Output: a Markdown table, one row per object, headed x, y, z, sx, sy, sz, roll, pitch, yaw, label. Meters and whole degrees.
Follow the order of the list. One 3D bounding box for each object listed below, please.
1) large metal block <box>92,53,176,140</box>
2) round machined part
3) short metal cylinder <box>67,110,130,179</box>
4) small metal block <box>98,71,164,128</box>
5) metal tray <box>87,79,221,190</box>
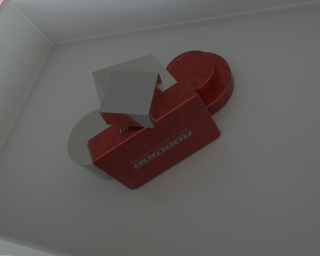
| x | y | z | sx | sy | sz | roll | pitch | yaw | label |
| --- | --- | --- | --- | --- | --- | --- | --- | --- | --- |
| -0.027 | -0.039 | 0.379 | 0.081 | 0.050 | 0.080 | -22 | 49 | -16 | large metal block |
| 0.044 | -0.063 | 0.407 | 0.098 | 0.042 | 0.098 | -13 | 56 | 20 | round machined part |
| -0.074 | 0.022 | 0.411 | 0.080 | 0.050 | 0.080 | -13 | 56 | 20 | short metal cylinder |
| -0.028 | -0.029 | 0.313 | 0.050 | 0.025 | 0.050 | 4 | 62 | 15 | small metal block |
| -0.003 | 0.013 | 0.354 | 0.130 | 0.090 | 0.030 | -33 | 51 | 6 | metal tray |
